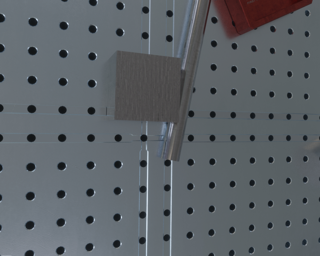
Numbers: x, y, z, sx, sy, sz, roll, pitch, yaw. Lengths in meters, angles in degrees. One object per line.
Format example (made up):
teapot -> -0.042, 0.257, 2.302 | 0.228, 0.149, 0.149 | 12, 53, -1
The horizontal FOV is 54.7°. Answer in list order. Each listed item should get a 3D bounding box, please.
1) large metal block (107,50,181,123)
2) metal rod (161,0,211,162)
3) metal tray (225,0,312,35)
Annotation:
large metal block -> -0.021, -0.048, 0.391 | 0.081, 0.050, 0.080 | 2, 89, -20
metal rod -> 0.043, -0.103, 0.428 | 0.025, 0.025, 0.298 | 13, 86, -20
metal tray -> 0.162, -0.208, 0.468 | 0.131, 0.030, 0.090 | -27, 99, -18
